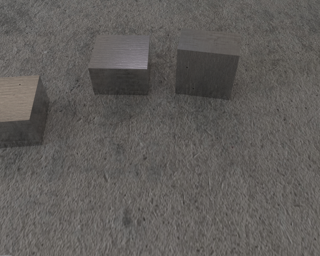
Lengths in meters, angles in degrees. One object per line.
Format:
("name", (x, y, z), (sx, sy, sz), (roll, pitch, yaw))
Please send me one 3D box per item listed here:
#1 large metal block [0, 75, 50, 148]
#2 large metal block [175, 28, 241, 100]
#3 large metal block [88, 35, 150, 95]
("large metal block", (-0.196, -0.021, 0.403), (0.081, 0.050, 0.080), (-4, 50, -4))
("large metal block", (0.067, -0.090, 0.444), (0.080, 0.080, 0.050), (8, 51, 6))
("large metal block", (-0.057, -0.096, 0.467), (0.080, 0.050, 0.080), (1, 50, 1))
